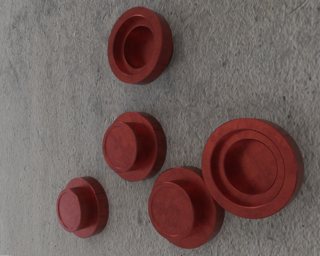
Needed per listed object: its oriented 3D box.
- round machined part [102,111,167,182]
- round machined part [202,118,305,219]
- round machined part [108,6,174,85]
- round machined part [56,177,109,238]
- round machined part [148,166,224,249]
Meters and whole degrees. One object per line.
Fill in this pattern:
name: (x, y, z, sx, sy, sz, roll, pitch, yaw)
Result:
round machined part: (-0.042, 0.026, 0.429, 0.098, 0.042, 0.097, 0, 90, 40)
round machined part: (0.095, 0.039, 0.315, 0.098, 0.042, 0.097, 0, 90, 40)
round machined part: (-0.021, -0.106, 0.412, 0.098, 0.042, 0.097, 0, 90, 40)
round machined part: (-0.131, 0.130, 0.503, 0.098, 0.042, 0.097, 0, 90, 40)
round machined part: (0.024, 0.097, 0.374, 0.098, 0.042, 0.097, 0, 90, 40)
